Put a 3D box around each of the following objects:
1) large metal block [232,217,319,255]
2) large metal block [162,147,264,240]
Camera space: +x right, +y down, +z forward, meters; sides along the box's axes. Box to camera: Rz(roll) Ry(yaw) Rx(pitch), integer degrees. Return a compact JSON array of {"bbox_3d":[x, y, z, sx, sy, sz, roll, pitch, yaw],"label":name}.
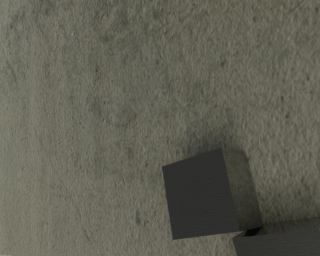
[{"bbox_3d":[0.124,0.131,0.285,0.080,0.050,0.080,-23,76,37],"label":"large metal block"},{"bbox_3d":[0.054,0.072,0.335,0.080,0.050,0.080,-23,66,37],"label":"large metal block"}]
